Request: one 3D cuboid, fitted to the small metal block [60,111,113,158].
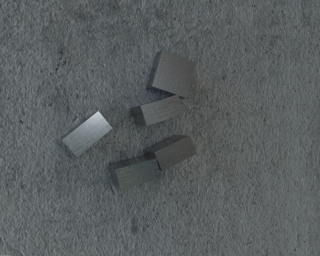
[{"bbox_3d":[-0.088,0.006,0.363,0.050,0.050,0.025,-41,103,-15],"label":"small metal block"}]

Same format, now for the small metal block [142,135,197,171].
[{"bbox_3d":[0.011,0.031,0.400,0.050,0.050,0.025,-24,98,-19],"label":"small metal block"}]

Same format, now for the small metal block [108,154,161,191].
[{"bbox_3d":[-0.033,0.053,0.383,0.050,0.050,0.025,-14,95,-19],"label":"small metal block"}]

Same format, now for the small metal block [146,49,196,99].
[{"bbox_3d":[0.015,-0.070,0.414,0.050,0.025,0.050,17,84,-19],"label":"small metal block"}]

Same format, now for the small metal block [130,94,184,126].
[{"bbox_3d":[-0.005,-0.022,0.394,0.050,0.050,0.025,-19,97,-19],"label":"small metal block"}]
